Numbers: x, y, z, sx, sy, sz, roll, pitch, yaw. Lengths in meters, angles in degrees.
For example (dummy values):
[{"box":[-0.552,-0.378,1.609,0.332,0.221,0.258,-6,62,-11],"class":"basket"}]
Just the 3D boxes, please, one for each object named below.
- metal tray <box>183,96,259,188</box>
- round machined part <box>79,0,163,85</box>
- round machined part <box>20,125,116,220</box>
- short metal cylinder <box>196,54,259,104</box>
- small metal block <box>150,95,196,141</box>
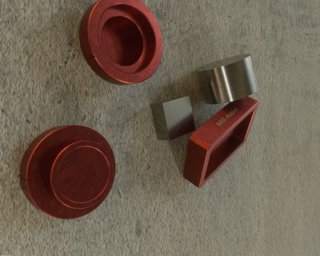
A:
[{"box":[0.089,0.017,0.449,0.131,0.030,0.089,-37,147,-34],"class":"metal tray"},{"box":[-0.048,-0.098,0.355,0.099,0.042,0.097,0,90,-40],"class":"round machined part"},{"box":[-0.088,0.046,0.322,0.099,0.042,0.097,0,90,-40],"class":"round machined part"},{"box":[0.099,-0.072,0.454,0.081,0.080,0.050,-30,109,-36],"class":"short metal cylinder"},{"box":[0.019,-0.014,0.422,0.050,0.025,0.050,-19,103,-39],"class":"small metal block"}]
